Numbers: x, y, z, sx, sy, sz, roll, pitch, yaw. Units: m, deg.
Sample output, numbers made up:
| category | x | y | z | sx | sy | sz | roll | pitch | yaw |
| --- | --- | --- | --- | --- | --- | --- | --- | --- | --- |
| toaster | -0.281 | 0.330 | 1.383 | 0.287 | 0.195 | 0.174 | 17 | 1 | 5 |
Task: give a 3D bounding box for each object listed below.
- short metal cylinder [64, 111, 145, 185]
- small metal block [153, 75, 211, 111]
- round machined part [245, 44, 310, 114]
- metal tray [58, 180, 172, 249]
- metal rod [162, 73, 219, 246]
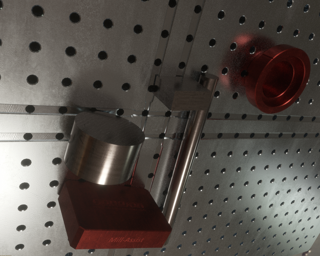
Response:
| category | x | y | z | sx | sy | sz | roll | pitch | yaw |
| --- | --- | --- | --- | --- | --- | --- | --- | --- | --- |
| short metal cylinder | -0.063 | 0.021 | 0.355 | 0.081 | 0.080 | 0.050 | 7 | 115 | -32 |
| small metal block | 0.026 | -0.044 | 0.384 | 0.050 | 0.050 | 0.025 | -2 | 120 | -28 |
| round machined part | 0.163 | -0.073 | 0.447 | 0.099 | 0.042 | 0.097 | -14 | 125 | -21 |
| metal tray | -0.059 | 0.114 | 0.408 | 0.131 | 0.090 | 0.030 | 14 | 111 | -35 |
| metal rod | 0.034 | 0.062 | 0.470 | 0.025 | 0.025 | 0.298 | -1 | 119 | -28 |
